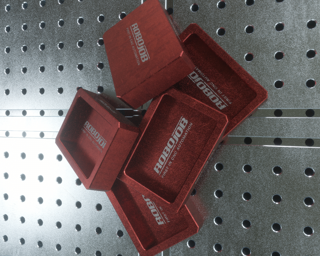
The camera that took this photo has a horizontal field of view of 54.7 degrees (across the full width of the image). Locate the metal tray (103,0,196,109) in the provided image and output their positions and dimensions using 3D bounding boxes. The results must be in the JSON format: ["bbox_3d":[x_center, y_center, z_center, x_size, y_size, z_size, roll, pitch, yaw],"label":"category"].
[{"bbox_3d":[-0.019,-0.096,0.384,0.090,0.030,0.130,-32,50,16],"label":"metal tray"}]

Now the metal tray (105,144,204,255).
[{"bbox_3d":[-0.014,0.095,0.414,0.090,0.030,0.130,-34,79,16],"label":"metal tray"}]

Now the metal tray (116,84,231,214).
[{"bbox_3d":[0.014,0.024,0.372,0.090,0.030,0.129,30,99,17],"label":"metal tray"}]

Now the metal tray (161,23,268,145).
[{"bbox_3d":[0.057,-0.054,0.389,0.090,0.030,0.130,-45,77,14],"label":"metal tray"}]

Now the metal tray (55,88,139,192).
[{"bbox_3d":[-0.088,0.011,0.407,0.130,0.030,0.090,37,103,47],"label":"metal tray"}]
